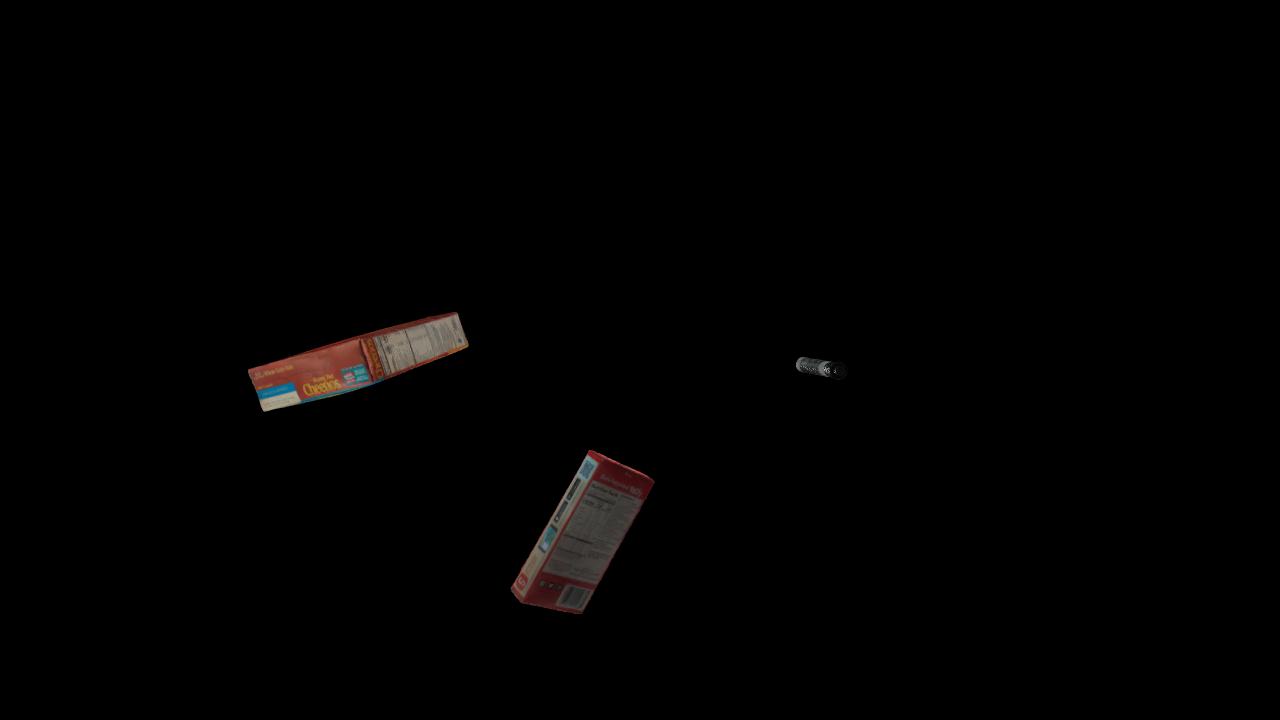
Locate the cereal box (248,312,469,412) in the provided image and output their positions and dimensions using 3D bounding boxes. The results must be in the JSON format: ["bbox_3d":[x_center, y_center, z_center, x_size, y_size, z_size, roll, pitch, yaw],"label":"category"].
[{"bbox_3d":[-0.454,-0.004,1.038,0.203,0.081,0.306,-14,9,13],"label":"cereal box"}]

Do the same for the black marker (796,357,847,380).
[{"bbox_3d":[0.200,0.008,0.682,0.020,0.020,0.121,0,3,-3],"label":"black marker"}]

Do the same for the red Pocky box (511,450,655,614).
[{"bbox_3d":[-0.054,0.171,0.607,0.083,0.155,0.028,33,-5,-40],"label":"red Pocky box"}]
